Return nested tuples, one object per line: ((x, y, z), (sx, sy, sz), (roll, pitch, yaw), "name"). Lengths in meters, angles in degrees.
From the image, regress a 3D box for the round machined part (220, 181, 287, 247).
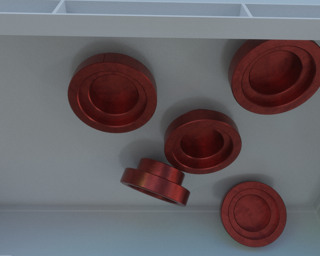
((0.144, 0.134, 0.491), (0.099, 0.097, 0.042), (-4, 170, 3), "round machined part")

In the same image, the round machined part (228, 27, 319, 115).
((0.125, -0.065, 0.344), (0.099, 0.042, 0.097), (-1, 130, 0), "round machined part")

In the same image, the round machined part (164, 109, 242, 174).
((0.055, 0.014, 0.411), (0.099, 0.042, 0.097), (-1, 130, 0), "round machined part")

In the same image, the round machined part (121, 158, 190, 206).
((-0.003, 0.075, 0.441), (0.098, 0.042, 0.098), (19, 164, 6), "round machined part")

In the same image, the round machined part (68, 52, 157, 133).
((-0.053, -0.044, 0.360), (0.099, 0.042, 0.097), (-1, 130, 0), "round machined part")
